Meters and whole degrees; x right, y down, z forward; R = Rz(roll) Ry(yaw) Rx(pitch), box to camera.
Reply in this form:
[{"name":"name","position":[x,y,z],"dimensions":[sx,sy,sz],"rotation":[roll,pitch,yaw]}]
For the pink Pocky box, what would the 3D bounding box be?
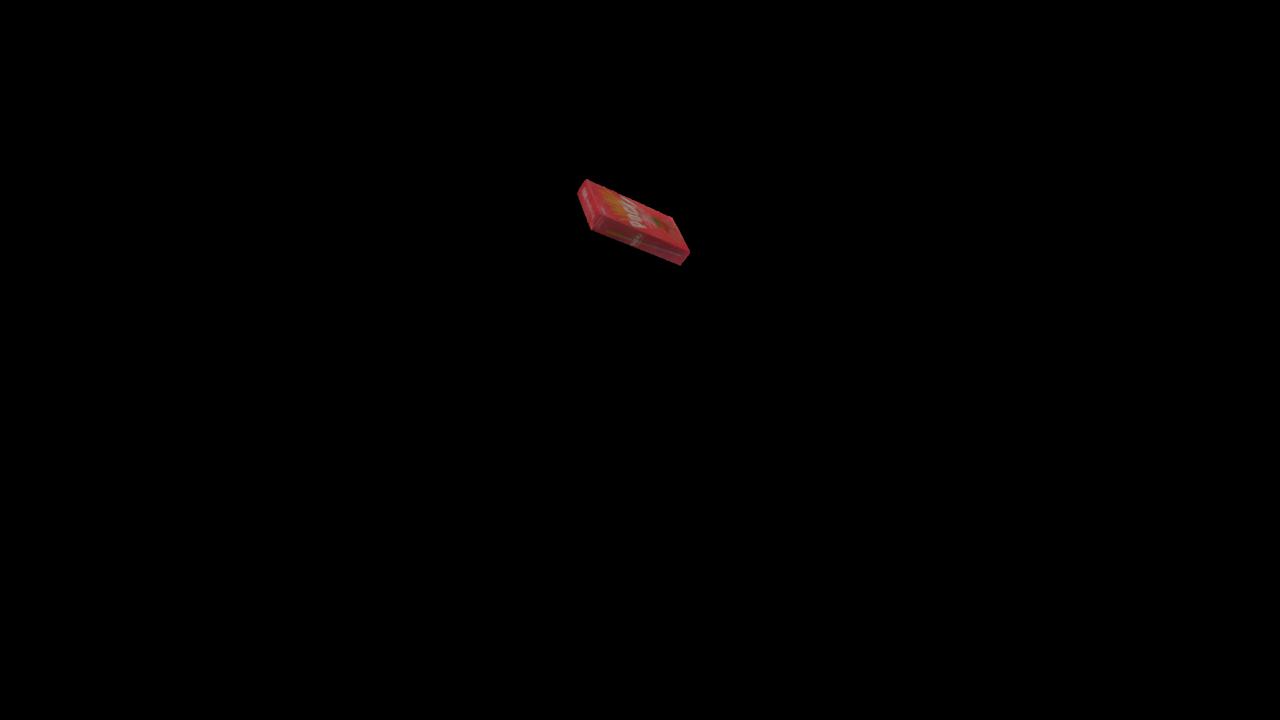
[{"name":"pink Pocky box","position":[-0.007,-0.185,0.831],"dimensions":[0.155,0.084,0.029],"rotation":[15,-51,-36]}]
